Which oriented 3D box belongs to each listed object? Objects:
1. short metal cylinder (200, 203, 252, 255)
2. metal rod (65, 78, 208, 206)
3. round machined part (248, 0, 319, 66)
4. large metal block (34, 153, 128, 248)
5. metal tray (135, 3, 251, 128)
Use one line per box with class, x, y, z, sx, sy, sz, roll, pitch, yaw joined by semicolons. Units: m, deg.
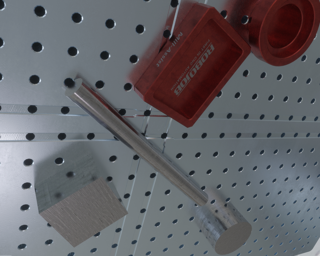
short metal cylinder;0.123;0.188;0.579;0.081;0.050;0.079;-14;124;-21
metal rod;-0.011;0.038;0.428;0.025;0.025;0.300;-43;130;2
round machined part;0.155;-0.134;0.402;0.099;0.042;0.097;-14;124;-21
large metal block;-0.100;0.093;0.398;0.080;0.050;0.080;-31;129;-9
metal tray;0.042;-0.073;0.385;0.090;0.030;0.130;30;102;-38
